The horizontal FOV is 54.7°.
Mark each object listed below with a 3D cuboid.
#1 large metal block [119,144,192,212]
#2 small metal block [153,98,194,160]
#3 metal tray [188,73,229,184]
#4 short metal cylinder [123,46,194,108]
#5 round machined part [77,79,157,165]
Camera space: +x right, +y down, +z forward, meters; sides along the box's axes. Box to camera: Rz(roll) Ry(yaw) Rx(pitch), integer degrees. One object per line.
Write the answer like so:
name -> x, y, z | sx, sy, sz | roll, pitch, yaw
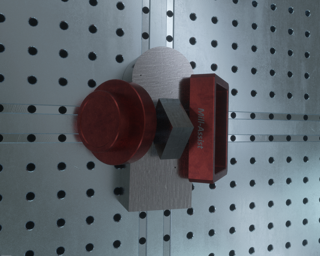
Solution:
large metal block -> -0.006, 0.059, 0.397 | 0.081, 0.050, 0.080 | 2, 89, -20
small metal block -> 0.011, 0.001, 0.358 | 0.025, 0.050, 0.050 | 0, 132, -23
metal tray -> 0.066, 0.001, 0.404 | 0.030, 0.090, 0.129 | 1, 90, 23
short metal cylinder -> -0.003, -0.059, 0.397 | 0.081, 0.050, 0.080 | 0, 90, -20
round machined part -> -0.055, -0.006, 0.349 | 0.042, 0.098, 0.097 | 2, 89, -53
